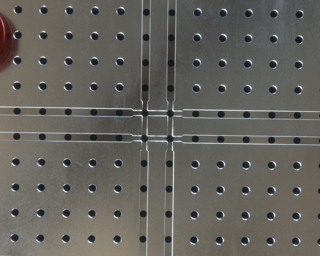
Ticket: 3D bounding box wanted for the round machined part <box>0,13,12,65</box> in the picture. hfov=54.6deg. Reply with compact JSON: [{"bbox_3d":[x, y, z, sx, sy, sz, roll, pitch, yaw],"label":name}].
[{"bbox_3d":[-0.252,-0.122,0.403,0.099,0.042,0.097,0,90,0],"label":"round machined part"}]
